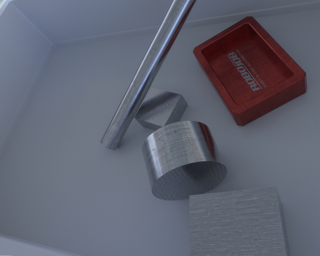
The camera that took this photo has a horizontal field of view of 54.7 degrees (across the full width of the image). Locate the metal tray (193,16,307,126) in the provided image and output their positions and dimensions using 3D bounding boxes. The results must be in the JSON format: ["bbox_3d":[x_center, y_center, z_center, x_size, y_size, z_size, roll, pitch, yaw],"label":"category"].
[{"bbox_3d":[0.108,-0.076,0.391,0.090,0.030,0.130,-29,52,9],"label":"metal tray"}]

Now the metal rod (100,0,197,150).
[{"bbox_3d":[0.000,-0.101,0.390,0.025,0.025,0.298,42,110,38],"label":"metal rod"}]

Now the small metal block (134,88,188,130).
[{"bbox_3d":[0.002,-0.023,0.418,0.050,0.025,0.050,18,71,34],"label":"small metal block"}]

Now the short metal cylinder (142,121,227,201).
[{"bbox_3d":[0.025,0.037,0.334,0.080,0.080,0.050,-25,53,12],"label":"short metal cylinder"}]

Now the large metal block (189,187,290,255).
[{"bbox_3d":[0.074,0.105,0.286,0.080,0.050,0.080,-11,57,22],"label":"large metal block"}]
